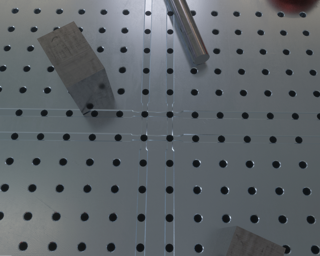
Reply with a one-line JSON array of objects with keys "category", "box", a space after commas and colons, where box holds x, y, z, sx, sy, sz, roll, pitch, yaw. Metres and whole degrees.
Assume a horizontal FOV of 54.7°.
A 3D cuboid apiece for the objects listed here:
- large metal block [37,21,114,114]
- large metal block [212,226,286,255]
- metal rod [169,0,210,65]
[{"category": "large metal block", "box": [-0.108, -0.077, 0.410, 0.050, 0.080, 0.080, -31, 73, -10]}, {"category": "large metal block", "box": [0.082, 0.154, 0.327, 0.050, 0.080, 0.080, 24, 72, 8]}, {"category": "metal rod", "box": [0.015, -0.233, 0.496, 0.025, 0.025, 0.299, -16, 71, -6]}]
